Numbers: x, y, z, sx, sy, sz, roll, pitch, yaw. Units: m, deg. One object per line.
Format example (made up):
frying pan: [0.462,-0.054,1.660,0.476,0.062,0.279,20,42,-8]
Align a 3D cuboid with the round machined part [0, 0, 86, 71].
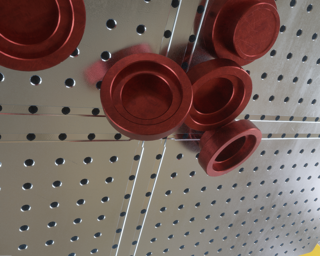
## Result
round machined part: [-0.119,-0.103,0.271,0.099,0.042,0.097,-14,124,-21]

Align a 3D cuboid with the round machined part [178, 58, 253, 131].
round machined part: [0.064,-0.046,0.398,0.099,0.042,0.097,-13,134,-14]

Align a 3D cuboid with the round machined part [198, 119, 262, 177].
round machined part: [0.097,0.023,0.456,0.099,0.042,0.098,-23,143,-18]

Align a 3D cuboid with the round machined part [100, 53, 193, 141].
round machined part: [-0.015,-0.032,0.348,0.099,0.098,0.042,-26,164,-13]

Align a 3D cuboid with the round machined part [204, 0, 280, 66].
round machined part: [0.107,-0.122,0.382,0.099,0.042,0.097,-14,124,-21]
